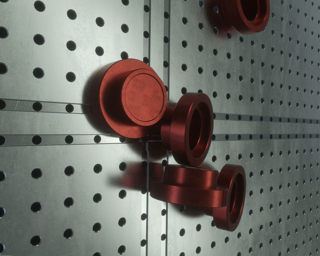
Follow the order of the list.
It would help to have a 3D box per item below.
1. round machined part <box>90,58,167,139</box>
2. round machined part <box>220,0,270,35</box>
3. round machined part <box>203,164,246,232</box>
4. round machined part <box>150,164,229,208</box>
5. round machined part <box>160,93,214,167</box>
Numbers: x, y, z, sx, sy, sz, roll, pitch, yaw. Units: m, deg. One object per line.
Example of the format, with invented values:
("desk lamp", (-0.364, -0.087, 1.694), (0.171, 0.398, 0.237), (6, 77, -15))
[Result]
("round machined part", (-0.030, -0.035, 0.375), (0.099, 0.042, 0.097), (0, 90, -40))
("round machined part", (0.138, -0.205, 0.517), (0.099, 0.042, 0.097), (0, 90, -40))
("round machined part", (0.096, 0.102, 0.468), (0.099, 0.042, 0.097), (-15, 107, -59))
("round machined part", (0.038, 0.071, 0.396), (0.099, 0.098, 0.042), (10, 84, -40))
("round machined part", (0.035, 0.001, 0.416), (0.099, 0.042, 0.097), (-21, 115, -58))
